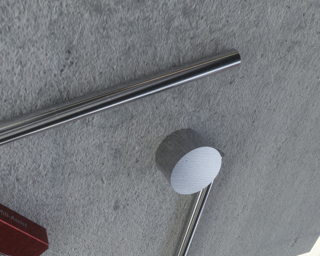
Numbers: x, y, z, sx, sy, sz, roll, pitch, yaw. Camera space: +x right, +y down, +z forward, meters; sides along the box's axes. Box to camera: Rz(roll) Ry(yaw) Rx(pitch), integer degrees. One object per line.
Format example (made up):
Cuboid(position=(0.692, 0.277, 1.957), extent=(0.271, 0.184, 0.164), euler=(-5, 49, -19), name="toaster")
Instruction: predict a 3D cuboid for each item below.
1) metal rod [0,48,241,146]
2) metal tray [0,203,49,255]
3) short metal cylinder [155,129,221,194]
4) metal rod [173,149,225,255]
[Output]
Cuboid(position=(-0.038, -0.042, 0.361), extent=(0.302, 0.025, 0.025), euler=(-20, 127, -17), name="metal rod")
Cuboid(position=(-0.214, 0.136, 0.372), extent=(0.090, 0.030, 0.130), euler=(-39, 130, -2), name="metal tray")
Cuboid(position=(0.040, 0.048, 0.444), extent=(0.081, 0.050, 0.079), euler=(-14, 125, -21), name="short metal cylinder")
Cuboid(position=(0.055, 0.169, 0.543), extent=(0.025, 0.025, 0.298), euler=(-1, 119, -29), name="metal rod")
